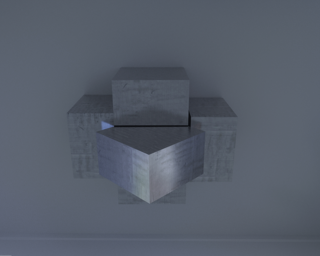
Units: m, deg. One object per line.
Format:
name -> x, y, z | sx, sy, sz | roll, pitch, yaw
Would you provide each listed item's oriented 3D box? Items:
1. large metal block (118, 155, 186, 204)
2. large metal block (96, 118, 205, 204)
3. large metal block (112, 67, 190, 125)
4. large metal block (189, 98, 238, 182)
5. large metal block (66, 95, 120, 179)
large metal block -> -0.009, 0.054, 0.401 | 0.081, 0.080, 0.050 | 0, 110, 0
large metal block -> -0.010, 0.027, 0.330 | 0.081, 0.080, 0.050 | -19, 117, -42
large metal block -> -0.010, -0.040, 0.366 | 0.081, 0.080, 0.050 | 0, 110, 0
large metal block -> 0.058, 0.012, 0.383 | 0.050, 0.080, 0.079 | 0, 110, -1
large metal block -> -0.075, 0.008, 0.383 | 0.050, 0.080, 0.079 | 0, 110, 0
